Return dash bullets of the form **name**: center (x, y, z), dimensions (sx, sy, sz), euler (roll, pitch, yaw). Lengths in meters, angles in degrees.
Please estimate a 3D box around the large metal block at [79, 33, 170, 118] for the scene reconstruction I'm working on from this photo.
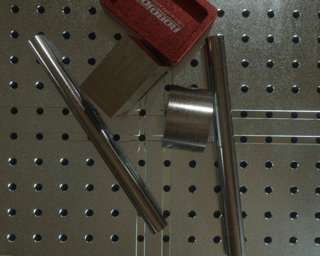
- **large metal block**: center (-0.039, -0.063, 0.377), dimensions (0.050, 0.080, 0.080), euler (45, 104, -1)

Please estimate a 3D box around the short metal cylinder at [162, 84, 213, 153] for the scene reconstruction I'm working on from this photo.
- **short metal cylinder**: center (0.033, -0.012, 0.386), dimensions (0.050, 0.080, 0.080), euler (8, 90, 0)

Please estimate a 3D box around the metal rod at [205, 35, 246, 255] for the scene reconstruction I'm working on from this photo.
- **metal rod**: center (0.088, 0.028, 0.414), dimensions (0.025, 0.025, 0.298), euler (-6, 90, -1)

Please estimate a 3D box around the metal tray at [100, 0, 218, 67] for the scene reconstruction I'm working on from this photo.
- **metal tray**: center (-0.002, -0.156, 0.410), dimensions (0.130, 0.030, 0.090), euler (40, 90, -1)

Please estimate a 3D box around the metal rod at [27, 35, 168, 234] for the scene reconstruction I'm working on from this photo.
- **metal rod**: center (-0.082, 0.009, 0.412), dimensions (0.025, 0.025, 0.299), euler (-33, 90, 0)
